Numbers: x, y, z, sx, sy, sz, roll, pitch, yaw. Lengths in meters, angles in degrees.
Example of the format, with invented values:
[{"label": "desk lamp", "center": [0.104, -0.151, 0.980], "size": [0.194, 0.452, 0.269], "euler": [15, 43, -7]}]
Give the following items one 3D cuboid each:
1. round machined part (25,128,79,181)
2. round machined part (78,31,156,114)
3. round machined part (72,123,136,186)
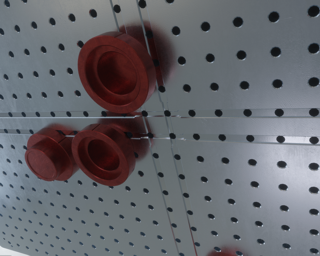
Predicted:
[{"label": "round machined part", "center": [-0.192, 0.053, 0.535], "size": [0.098, 0.042, 0.097], "euler": [13, 124, 21]}, {"label": "round machined part", "center": [-0.048, -0.070, 0.383], "size": [0.098, 0.042, 0.097], "euler": [13, 124, 21]}, {"label": "round machined part", "center": [-0.079, 0.036, 0.465], "size": [0.098, 0.042, 0.097], "euler": [13, 124, 21]}]
